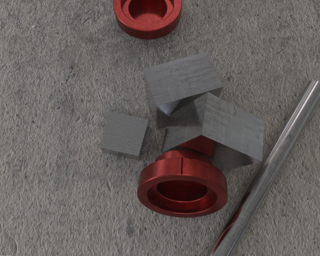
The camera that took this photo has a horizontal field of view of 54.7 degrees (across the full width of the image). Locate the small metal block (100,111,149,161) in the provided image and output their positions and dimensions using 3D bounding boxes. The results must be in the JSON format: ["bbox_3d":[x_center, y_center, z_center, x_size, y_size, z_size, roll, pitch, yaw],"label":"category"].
[{"bbox_3d":[-0.045,0.011,0.404,0.050,0.025,0.050,13,70,4],"label":"small metal block"}]

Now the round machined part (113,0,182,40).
[{"bbox_3d":[-0.018,-0.172,0.462,0.099,0.042,0.098,0,70,0],"label":"round machined part"}]

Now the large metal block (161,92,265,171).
[{"bbox_3d":[0.060,0.010,0.358,0.080,0.080,0.050,23,63,-22],"label":"large metal block"}]

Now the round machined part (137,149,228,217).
[{"bbox_3d":[0.026,0.061,0.351,0.099,0.097,0.042,5,50,1],"label":"round machined part"}]

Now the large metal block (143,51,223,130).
[{"bbox_3d":[0.027,-0.045,0.395,0.081,0.080,0.050,-17,71,-6],"label":"large metal block"}]

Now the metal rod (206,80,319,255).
[{"bbox_3d":[0.132,0.058,0.387,0.025,0.025,0.300,33,73,11],"label":"metal rod"}]
